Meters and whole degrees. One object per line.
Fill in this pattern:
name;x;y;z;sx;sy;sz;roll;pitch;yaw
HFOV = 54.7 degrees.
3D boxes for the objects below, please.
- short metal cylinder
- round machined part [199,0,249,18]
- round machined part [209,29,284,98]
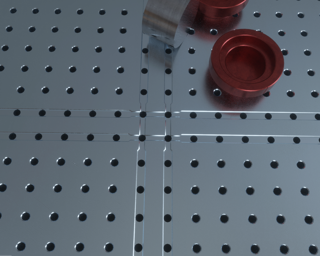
short metal cylinder;0.016;-0.162;0.442;0.050;0.080;0.080;28;72;9
round machined part;0.090;-0.211;0.481;0.099;0.042;0.098;0;70;-1
round machined part;0.118;-0.086;0.436;0.099;0.042;0.098;0;70;-1
